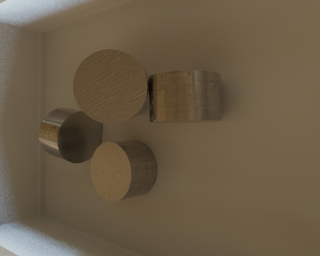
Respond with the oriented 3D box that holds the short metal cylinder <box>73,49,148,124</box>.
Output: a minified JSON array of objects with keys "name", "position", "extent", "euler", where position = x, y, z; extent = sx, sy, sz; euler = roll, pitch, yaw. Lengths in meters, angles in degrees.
[{"name":"short metal cylinder","position":[-0.052,-0.046,0.357],"extent":[0.080,0.050,0.079],"euler":[0,95,2]}]

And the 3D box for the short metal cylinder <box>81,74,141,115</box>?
[{"name":"short metal cylinder","position":[-0.065,-0.047,0.423],"extent":[0.080,0.081,0.050],"euler":[11,97,39]}]

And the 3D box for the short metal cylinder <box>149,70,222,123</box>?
[{"name":"short metal cylinder","position":[0.028,-0.032,0.346],"extent":[0.080,0.081,0.050],"euler":[-2,89,39]}]

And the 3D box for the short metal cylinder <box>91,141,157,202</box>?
[{"name":"short metal cylinder","position":[-0.051,0.058,0.430],"extent":[0.080,0.050,0.079],"euler":[0,90,39]}]

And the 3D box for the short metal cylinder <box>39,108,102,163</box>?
[{"name":"short metal cylinder","position":[-0.138,0.010,0.482],"extent":[0.050,0.081,0.079],"euler":[11,97,39]}]
